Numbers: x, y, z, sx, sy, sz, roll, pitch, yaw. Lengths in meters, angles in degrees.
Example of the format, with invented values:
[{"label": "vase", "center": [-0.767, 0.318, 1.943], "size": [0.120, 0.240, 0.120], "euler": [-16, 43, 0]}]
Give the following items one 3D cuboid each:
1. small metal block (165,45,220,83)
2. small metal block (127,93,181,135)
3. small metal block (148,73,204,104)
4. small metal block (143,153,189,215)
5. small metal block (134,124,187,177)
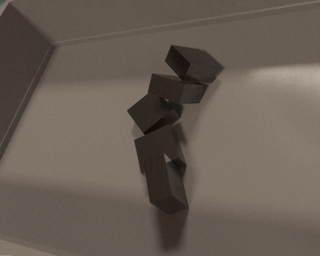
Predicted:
[{"label": "small metal block", "center": [0.043, -0.086, 0.416], "size": [0.050, 0.050, 0.025], "euler": [55, 133, 39]}, {"label": "small metal block", "center": [-0.009, -0.019, 0.421], "size": [0.050, 0.025, 0.050], "euler": [-39, 51, 1]}, {"label": "small metal block", "center": [0.021, -0.051, 0.403], "size": [0.050, 0.050, 0.025], "euler": [24, 108, 31]}, {"label": "small metal block", "center": [0.007, 0.063, 0.346], "size": [0.025, 0.050, 0.050], "euler": [-22, 54, 15]}, {"label": "small metal block", "center": [0.000, 0.031, 0.386], "size": [0.050, 0.025, 0.050], "euler": [-25, 53, 12]}]
